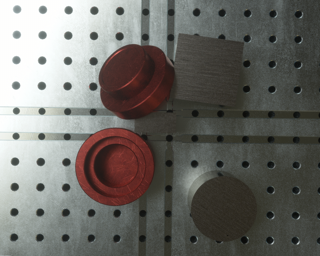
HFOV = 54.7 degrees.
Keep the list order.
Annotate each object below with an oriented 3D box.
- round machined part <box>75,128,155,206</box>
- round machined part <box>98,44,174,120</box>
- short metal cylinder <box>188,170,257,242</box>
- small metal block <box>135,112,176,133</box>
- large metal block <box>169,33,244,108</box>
[{"bbox_3d":[-0.056,0.048,0.404,0.099,0.042,0.097,0,90,0],"label":"round machined part"},{"bbox_3d":[-0.035,-0.063,0.377,0.098,0.042,0.098,-17,54,25],"label":"round machined part"},{"bbox_3d":[0.078,0.098,0.401,0.081,0.050,0.080,0,90,0],"label":"short metal cylinder"},{"bbox_3d":[-0.006,-0.007,0.401,0.050,0.050,0.025,1,90,0],"label":"small metal block"},{"bbox_3d":[0.057,-0.071,0.401,0.080,0.050,0.080,8,90,0],"label":"large metal block"}]
